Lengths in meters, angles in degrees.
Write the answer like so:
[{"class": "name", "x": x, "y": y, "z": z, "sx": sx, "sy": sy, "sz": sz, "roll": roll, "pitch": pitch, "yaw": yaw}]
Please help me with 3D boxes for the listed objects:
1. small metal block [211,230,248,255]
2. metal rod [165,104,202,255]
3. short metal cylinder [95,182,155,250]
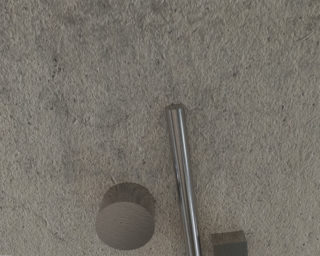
[{"class": "small metal block", "x": 0.108, "y": 0.191, "z": 0.482, "sx": 0.050, "sy": 0.025, "sz": 0.050, "roll": -8, "pitch": 110, "yaw": 2}, {"class": "metal rod", "x": 0.040, "y": 0.111, "z": 0.451, "sx": 0.025, "sy": 0.025, "sz": 0.298, "roll": -8, "pitch": 110, "yaw": 2}, {"class": "short metal cylinder", "x": -0.047, "y": 0.125, "z": 0.442, "sx": 0.081, "sy": 0.050, "sz": 0.079, "roll": 0, "pitch": 110, "yaw": -1}]
